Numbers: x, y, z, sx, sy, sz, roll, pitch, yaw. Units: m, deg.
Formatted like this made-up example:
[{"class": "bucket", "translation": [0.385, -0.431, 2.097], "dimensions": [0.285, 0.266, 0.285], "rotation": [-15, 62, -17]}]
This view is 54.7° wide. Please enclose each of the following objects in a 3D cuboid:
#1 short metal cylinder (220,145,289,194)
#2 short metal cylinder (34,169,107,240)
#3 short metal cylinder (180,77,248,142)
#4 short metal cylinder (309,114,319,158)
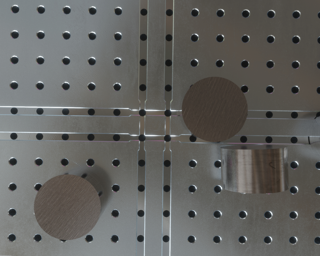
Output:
[{"class": "short metal cylinder", "translation": [0.117, 0.049, 0.388], "dimensions": [0.081, 0.080, 0.050], "rotation": [-2, 90, -1]}, {"class": "short metal cylinder", "translation": [-0.112, 0.096, 0.399], "dimensions": [0.081, 0.050, 0.079], "rotation": [0, 90, -1]}, {"class": "short metal cylinder", "translation": [0.067, -0.023, 0.402], "dimensions": [0.081, 0.050, 0.079], "rotation": [0, 90, -1]}, {"class": "short metal cylinder", "translation": [0.247, 0.012, 0.404], "dimensions": [0.081, 0.050, 0.079], "rotation": [0, 90, -1]}]
